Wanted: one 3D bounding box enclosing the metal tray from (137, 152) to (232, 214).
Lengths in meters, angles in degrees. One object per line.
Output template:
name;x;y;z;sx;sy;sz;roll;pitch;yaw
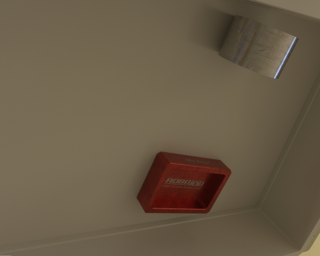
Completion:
metal tray;0.040;0.089;0.484;0.131;0.030;0.089;11;113;-34

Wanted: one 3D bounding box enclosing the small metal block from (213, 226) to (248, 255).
small metal block;0.144;0.231;0.637;0.050;0.025;0.050;3;117;-30

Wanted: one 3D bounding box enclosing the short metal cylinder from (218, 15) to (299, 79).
short metal cylinder;0.118;-0.099;0.378;0.081;0.080;0.050;8;115;-32
